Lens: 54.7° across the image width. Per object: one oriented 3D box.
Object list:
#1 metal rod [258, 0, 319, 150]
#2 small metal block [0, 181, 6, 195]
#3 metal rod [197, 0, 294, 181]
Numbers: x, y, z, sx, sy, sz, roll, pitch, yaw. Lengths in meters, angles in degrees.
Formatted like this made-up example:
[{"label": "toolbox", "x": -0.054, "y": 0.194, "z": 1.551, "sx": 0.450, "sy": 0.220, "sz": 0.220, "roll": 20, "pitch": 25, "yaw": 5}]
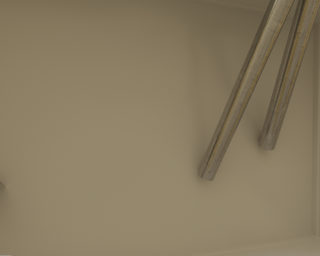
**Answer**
[{"label": "metal rod", "x": 0.174, "y": -0.100, "z": 0.399, "sx": 0.025, "sy": 0.025, "sz": 0.298, "roll": -8, "pitch": 123, "yaw": -20}, {"label": "small metal block", "x": -0.196, "y": 0.074, "z": 0.325, "sx": 0.050, "sy": 0.050, "sz": 0.025, "roll": -41, "pitch": 104, "yaw": -15}, {"label": "metal rod", "x": 0.111, "y": -0.064, "z": 0.386, "sx": 0.025, "sy": 0.025, "sz": 0.298, "roll": 12, "pitch": 112, "yaw": -20}]
